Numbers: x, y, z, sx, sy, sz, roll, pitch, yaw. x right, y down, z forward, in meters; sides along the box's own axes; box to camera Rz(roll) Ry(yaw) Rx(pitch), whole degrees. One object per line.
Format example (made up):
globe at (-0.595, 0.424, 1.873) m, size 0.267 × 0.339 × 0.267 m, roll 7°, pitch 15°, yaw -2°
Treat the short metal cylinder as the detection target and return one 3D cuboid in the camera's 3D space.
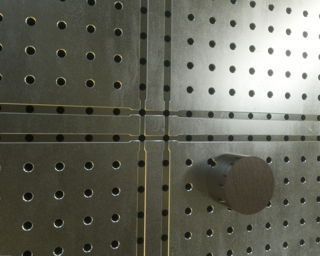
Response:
short metal cylinder at (0.114, 0.078, 0.443) m, size 0.081 × 0.050 × 0.079 m, roll 0°, pitch 90°, yaw -21°
